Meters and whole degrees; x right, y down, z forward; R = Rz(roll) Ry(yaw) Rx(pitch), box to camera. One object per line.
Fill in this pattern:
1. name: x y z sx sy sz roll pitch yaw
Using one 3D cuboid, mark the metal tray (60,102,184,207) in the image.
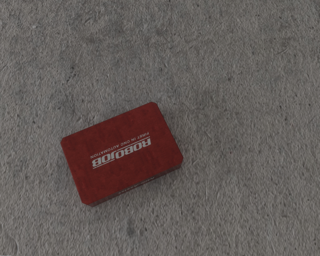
1. metal tray: -0.047 0.032 0.394 0.131 0.030 0.090 -23 72 -8
